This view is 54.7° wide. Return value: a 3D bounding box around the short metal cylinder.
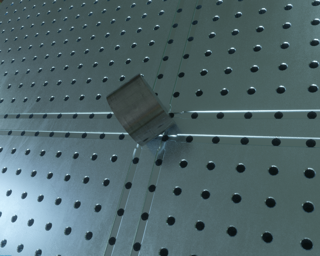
[{"bbox_3d":[-0.024,-0.023,0.397,0.050,0.080,0.080,-35,52,5],"label":"short metal cylinder"}]
